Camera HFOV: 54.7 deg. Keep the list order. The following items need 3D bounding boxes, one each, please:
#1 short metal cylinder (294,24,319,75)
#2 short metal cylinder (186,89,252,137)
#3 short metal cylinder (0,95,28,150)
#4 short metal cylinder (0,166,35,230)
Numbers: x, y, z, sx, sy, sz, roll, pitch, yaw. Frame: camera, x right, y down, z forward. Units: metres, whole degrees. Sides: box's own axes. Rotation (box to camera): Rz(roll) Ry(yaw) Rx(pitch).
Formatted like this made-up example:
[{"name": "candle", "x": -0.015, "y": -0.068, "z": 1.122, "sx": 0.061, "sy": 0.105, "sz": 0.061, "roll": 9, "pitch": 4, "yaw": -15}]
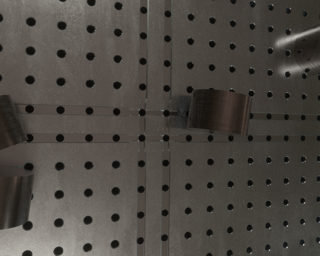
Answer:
[{"name": "short metal cylinder", "x": 0.268, "y": -0.129, "z": 0.500, "sx": 0.081, "sy": 0.050, "sz": 0.079, "roll": 0, "pitch": 90, "yaw": -20}, {"name": "short metal cylinder", "x": 0.079, "y": -0.018, "z": 0.414, "sx": 0.081, "sy": 0.080, "sz": 0.050, "roll": 10, "pitch": 87, "yaw": -20}, {"name": "short metal cylinder", "x": -0.185, "y": 0.003, "z": 0.315, "sx": 0.081, "sy": 0.080, "sz": 0.050, "roll": -21, "pitch": 98, "yaw": -19}, {"name": "short metal cylinder", "x": -0.176, "y": 0.068, "z": 0.319, "sx": 0.081, "sy": 0.080, "sz": 0.050, "roll": 7, "pitch": 88, "yaw": -20}]
